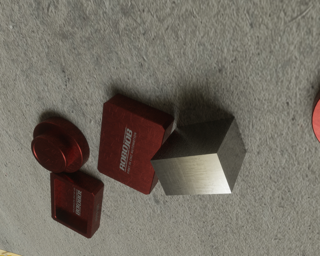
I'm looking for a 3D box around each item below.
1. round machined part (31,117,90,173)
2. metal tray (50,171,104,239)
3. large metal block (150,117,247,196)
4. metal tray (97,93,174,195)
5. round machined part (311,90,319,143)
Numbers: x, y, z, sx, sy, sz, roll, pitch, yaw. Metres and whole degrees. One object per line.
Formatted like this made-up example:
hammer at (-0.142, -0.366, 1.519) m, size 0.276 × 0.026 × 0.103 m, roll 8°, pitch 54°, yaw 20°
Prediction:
round machined part at (-0.168, 0.034, 0.503) m, size 0.098 × 0.042 × 0.097 m, roll 13°, pitch 124°, yaw 20°
metal tray at (-0.153, 0.135, 0.564) m, size 0.090 × 0.030 × 0.129 m, roll 23°, pitch 127°, yaw 13°
large metal block at (0.048, 0.033, 0.366) m, size 0.080 × 0.080 × 0.050 m, roll -10°, pitch 114°, yaw 32°
metal tray at (-0.038, 0.026, 0.438) m, size 0.090 × 0.030 × 0.129 m, roll 23°, pitch 127°, yaw 13°
round machined part at (0.196, -0.006, 0.289) m, size 0.098 × 0.042 × 0.097 m, roll 13°, pitch 124°, yaw 20°
